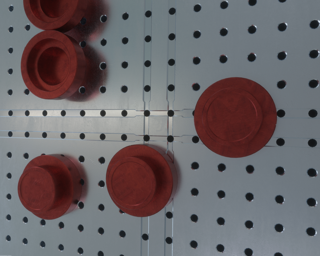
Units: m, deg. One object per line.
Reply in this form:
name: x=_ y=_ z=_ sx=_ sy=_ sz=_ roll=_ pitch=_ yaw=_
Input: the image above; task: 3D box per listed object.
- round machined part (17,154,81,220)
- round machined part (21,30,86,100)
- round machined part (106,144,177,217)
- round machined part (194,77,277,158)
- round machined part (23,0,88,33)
round machined part: x=-0.172 y=0.089 z=0.465 sx=0.098 sy=0.042 sz=0.097 roll=0 pitch=90 yaw=20
round machined part: x=-0.151 y=-0.090 z=0.457 sx=0.098 sy=0.042 sz=0.097 roll=1 pitch=92 yaw=20
round machined part: x=-0.030 y=0.071 z=0.415 sx=0.098 sy=0.042 sz=0.097 roll=0 pitch=90 yaw=20
round machined part: x=0.088 y=-0.013 z=0.372 sx=0.098 sy=0.042 sz=0.097 roll=0 pitch=90 yaw=20
round machined part: x=-0.147 y=-0.187 z=0.456 sx=0.098 sy=0.042 sz=0.097 roll=0 pitch=90 yaw=20
